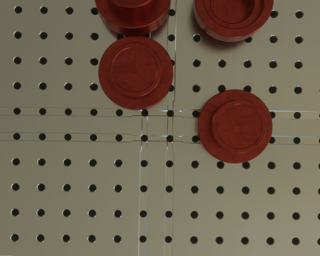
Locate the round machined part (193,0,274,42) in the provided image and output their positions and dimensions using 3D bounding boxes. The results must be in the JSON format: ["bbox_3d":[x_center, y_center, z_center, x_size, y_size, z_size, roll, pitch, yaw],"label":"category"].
[{"bbox_3d":[0.093,-0.161,0.405,0.099,0.042,0.097,0,90,0],"label":"round machined part"}]

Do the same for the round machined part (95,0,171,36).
[{"bbox_3d":[-0.035,-0.172,0.394,0.099,0.042,0.098,0,77,0],"label":"round machined part"}]

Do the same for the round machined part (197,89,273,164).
[{"bbox_3d":[0.099,-0.002,0.405,0.099,0.042,0.097,0,90,0],"label":"round machined part"}]

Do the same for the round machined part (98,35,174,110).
[{"bbox_3d":[-0.031,-0.073,0.405,0.099,0.042,0.097,0,90,0],"label":"round machined part"}]
